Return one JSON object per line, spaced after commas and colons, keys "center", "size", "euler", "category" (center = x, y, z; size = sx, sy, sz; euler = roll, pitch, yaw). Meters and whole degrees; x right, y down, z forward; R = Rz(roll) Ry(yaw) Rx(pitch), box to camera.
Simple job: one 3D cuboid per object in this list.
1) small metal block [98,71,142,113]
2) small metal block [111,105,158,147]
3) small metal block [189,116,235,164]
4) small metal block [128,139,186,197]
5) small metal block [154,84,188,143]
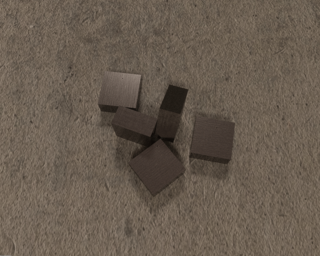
{"center": [-0.054, -0.048, 0.425], "size": [0.050, 0.025, 0.050], "euler": [7, 70, 2], "category": "small metal block"}
{"center": [-0.031, 0.000, 0.395], "size": [0.050, 0.050, 0.025], "euler": [19, 72, 6], "category": "small metal block"}
{"center": [0.068, 0.016, 0.403], "size": [0.050, 0.025, 0.050], "euler": [10, 70, 3], "category": "small metal block"}
{"center": [-0.004, 0.050, 0.390], "size": [0.050, 0.025, 0.050], "euler": [-36, 74, -13], "category": "small metal block"}
{"center": [0.014, -0.018, 0.393], "size": [0.025, 0.050, 0.050], "euler": [16, 45, 5], "category": "small metal block"}
